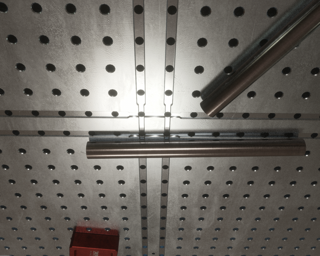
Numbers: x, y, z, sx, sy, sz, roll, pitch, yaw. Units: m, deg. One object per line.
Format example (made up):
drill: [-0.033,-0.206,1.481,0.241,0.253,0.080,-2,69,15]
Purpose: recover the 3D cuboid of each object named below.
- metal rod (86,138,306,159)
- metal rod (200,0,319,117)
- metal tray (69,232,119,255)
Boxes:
metal rod: [0.050,0.029,0.437,0.302,0.025,0.025,-1,130,0]
metal rod: [0.154,-0.112,0.318,0.025,0.025,0.299,32,123,-24]
metal tray: [-0.135,0.264,0.631,0.091,0.030,0.129,8,130,-7]
